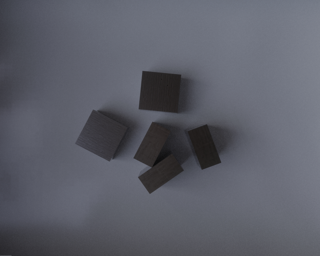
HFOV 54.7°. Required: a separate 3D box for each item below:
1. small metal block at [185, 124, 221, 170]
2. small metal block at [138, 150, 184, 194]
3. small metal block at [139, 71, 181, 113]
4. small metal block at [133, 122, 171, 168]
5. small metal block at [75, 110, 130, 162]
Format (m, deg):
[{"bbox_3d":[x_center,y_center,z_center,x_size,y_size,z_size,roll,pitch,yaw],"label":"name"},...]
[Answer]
[{"bbox_3d":[0.054,0.023,0.399,0.025,0.050,0.050,-20,90,0],"label":"small metal block"},{"bbox_3d":[0.001,0.055,0.399,0.050,0.050,0.025,-35,90,0],"label":"small metal block"},{"bbox_3d":[0.000,-0.047,0.411,0.050,0.025,0.050,6,90,0],"label":"small metal block"},{"bbox_3d":[-0.009,0.020,0.399,0.025,0.050,0.050,27,90,0],"label":"small metal block"},{"bbox_3d":[-0.075,0.010,0.411,0.050,0.025,0.050,28,90,0],"label":"small metal block"}]
